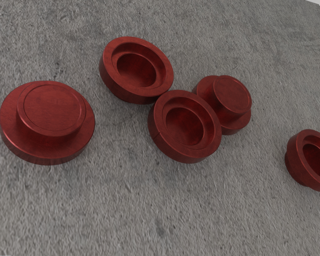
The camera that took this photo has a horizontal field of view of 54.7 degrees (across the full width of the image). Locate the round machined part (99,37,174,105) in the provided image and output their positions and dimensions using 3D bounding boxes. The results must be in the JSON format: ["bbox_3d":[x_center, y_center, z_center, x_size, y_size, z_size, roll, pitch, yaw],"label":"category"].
[{"bbox_3d":[-0.034,-0.072,0.418,0.099,0.042,0.098,14,56,-21],"label":"round machined part"}]

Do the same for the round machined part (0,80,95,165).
[{"bbox_3d":[-0.119,-0.012,0.336,0.099,0.042,0.098,14,56,-21],"label":"round machined part"}]

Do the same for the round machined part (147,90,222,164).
[{"bbox_3d":[0.028,0.002,0.406,0.099,0.042,0.098,14,57,-22],"label":"round machined part"}]

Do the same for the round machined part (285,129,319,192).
[{"bbox_3d":[0.238,0.054,0.488,0.099,0.042,0.098,14,56,-21],"label":"round machined part"}]

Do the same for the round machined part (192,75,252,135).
[{"bbox_3d":[0.099,-0.041,0.471,0.099,0.042,0.098,14,56,-21],"label":"round machined part"}]
